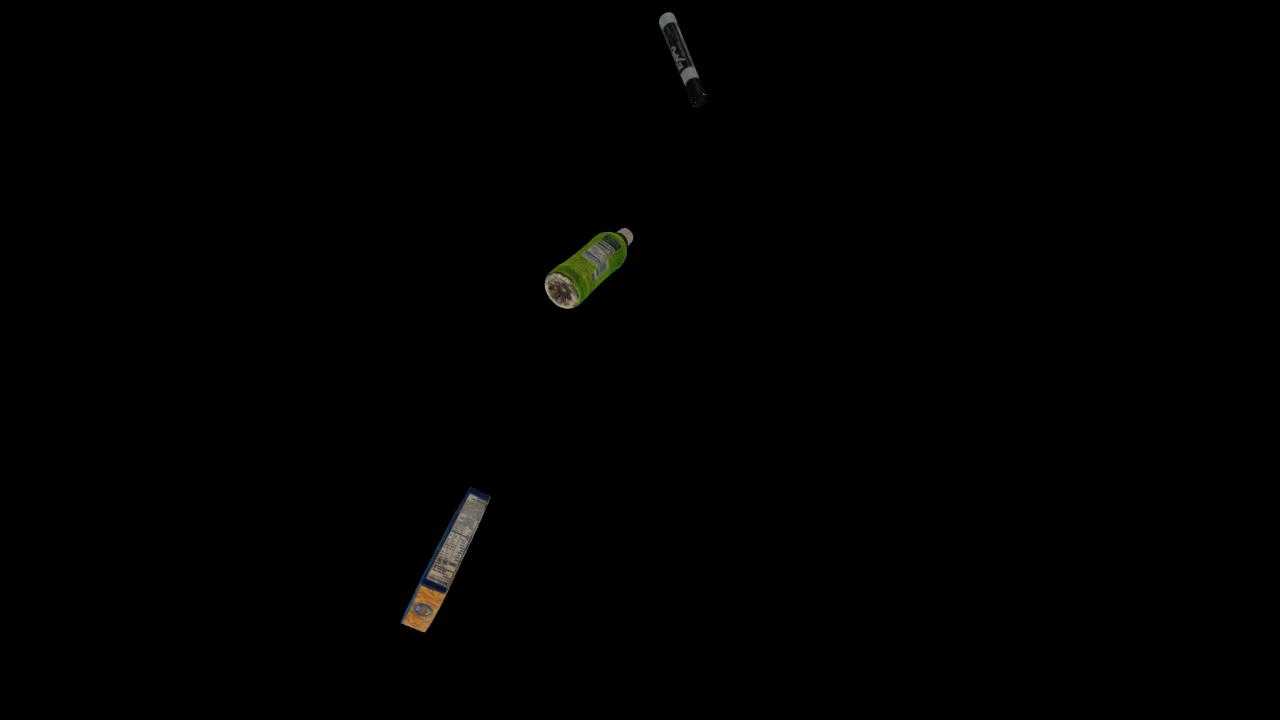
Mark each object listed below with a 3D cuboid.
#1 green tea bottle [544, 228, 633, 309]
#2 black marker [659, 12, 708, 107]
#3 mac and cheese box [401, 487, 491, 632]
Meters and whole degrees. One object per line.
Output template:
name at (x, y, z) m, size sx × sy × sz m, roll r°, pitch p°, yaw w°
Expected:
green tea bottle at (-0.073, -0.164, 1.031) m, size 0.073 × 0.073 × 0.212 m, roll 0°, pitch 33°, yaw 37°
black marker at (0.046, -0.317, 0.652) m, size 0.020 × 0.121 × 0.020 m, roll -15°, pitch -19°, yaw -5°
mac and cheese box at (-0.269, 0.275, 0.866) m, size 0.041 × 0.093 × 0.184 m, roll 28°, pitch 29°, yaw -9°
